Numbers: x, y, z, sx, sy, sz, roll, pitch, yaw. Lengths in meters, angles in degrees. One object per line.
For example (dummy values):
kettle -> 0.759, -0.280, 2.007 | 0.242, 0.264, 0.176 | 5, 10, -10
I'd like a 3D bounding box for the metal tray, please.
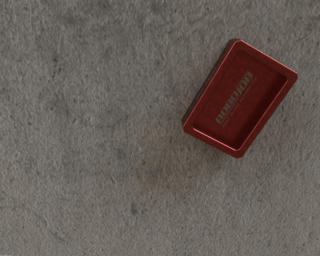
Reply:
metal tray -> 0.097, -0.035, 0.395 | 0.090, 0.030, 0.129 | 27, 108, -10
